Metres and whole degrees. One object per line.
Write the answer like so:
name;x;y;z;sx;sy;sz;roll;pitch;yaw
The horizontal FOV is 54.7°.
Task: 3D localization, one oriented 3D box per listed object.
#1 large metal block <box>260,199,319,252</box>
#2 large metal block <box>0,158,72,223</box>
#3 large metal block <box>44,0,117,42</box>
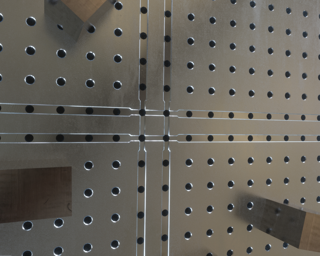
large metal block;0.213;0.147;0.464;0.081;0.080;0.050;16;85;-20
large metal block;-0.140;0.063;0.332;0.081;0.080;0.050;0;90;-20
large metal block;-0.084;-0.153;0.353;0.050;0.080;0.080;43;76;-16
